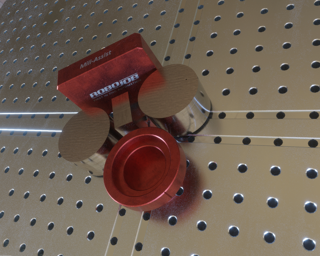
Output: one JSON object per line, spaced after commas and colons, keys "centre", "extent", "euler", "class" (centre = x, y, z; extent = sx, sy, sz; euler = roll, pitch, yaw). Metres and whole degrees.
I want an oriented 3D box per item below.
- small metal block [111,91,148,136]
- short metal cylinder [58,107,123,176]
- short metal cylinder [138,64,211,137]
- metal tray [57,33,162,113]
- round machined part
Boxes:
{"centre": [-0.039, -0.012, 0.414], "extent": [0.025, 0.050, 0.050], "euler": [-23, 53, 15], "class": "small metal block"}
{"centre": [-0.089, 0.019, 0.422], "extent": [0.080, 0.050, 0.080], "euler": [-13, 56, 21], "class": "short metal cylinder"}
{"centre": [0.019, -0.035, 0.399], "extent": [0.080, 0.050, 0.080], "euler": [-13, 56, 21], "class": "short metal cylinder"}
{"centre": [-0.065, -0.068, 0.436], "extent": [0.130, 0.090, 0.030], "euler": [-22, 54, 16], "class": "metal tray"}
{"centre": [-0.014, 0.051, 0.368], "extent": [0.098, 0.042, 0.098], "euler": [-13, 56, 21], "class": "round machined part"}
